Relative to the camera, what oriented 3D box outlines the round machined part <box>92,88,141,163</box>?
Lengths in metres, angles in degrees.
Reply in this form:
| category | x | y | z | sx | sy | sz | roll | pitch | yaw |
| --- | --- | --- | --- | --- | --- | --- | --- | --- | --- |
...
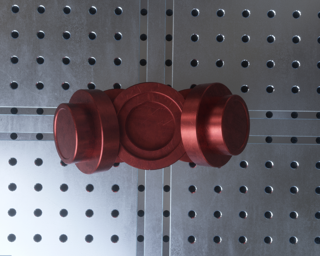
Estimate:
| category | x | y | z | sx | sy | sz | roll | pitch | yaw |
| --- | --- | --- | --- | --- | --- | --- | --- | --- | --- |
| round machined part | -0.055 | -0.003 | 0.404 | 0.099 | 0.042 | 0.097 | 0 | 90 | -1 |

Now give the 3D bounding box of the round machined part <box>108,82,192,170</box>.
| category | x | y | z | sx | sy | sz | roll | pitch | yaw |
| --- | --- | --- | --- | --- | --- | --- | --- | --- | --- |
| round machined part | -0.011 | -0.002 | 0.362 | 0.099 | 0.042 | 0.097 | 0 | 90 | -1 |

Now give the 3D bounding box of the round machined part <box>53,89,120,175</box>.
| category | x | y | z | sx | sy | sz | roll | pitch | yaw |
| --- | --- | --- | --- | --- | --- | --- | --- | --- | --- |
| round machined part | -0.089 | 0.005 | 0.353 | 0.042 | 0.098 | 0.097 | -6 | 90 | -38 |

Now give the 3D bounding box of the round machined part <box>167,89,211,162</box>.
| category | x | y | z | sx | sy | sz | roll | pitch | yaw |
| --- | --- | --- | --- | --- | --- | --- | --- | --- | --- |
| round machined part | 0.043 | -0.003 | 0.405 | 0.099 | 0.042 | 0.097 | 0 | 90 | -1 |

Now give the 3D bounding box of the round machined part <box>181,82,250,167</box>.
| category | x | y | z | sx | sy | sz | roll | pitch | yaw |
| --- | --- | --- | --- | --- | --- | --- | --- | --- | --- |
| round machined part | 0.069 | -0.004 | 0.355 | 0.042 | 0.099 | 0.097 | 0 | 90 | 40 |
